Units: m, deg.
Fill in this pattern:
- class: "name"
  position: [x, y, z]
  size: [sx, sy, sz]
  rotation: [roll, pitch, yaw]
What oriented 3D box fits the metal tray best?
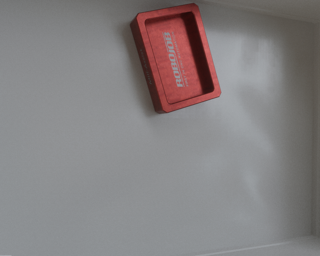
- class: "metal tray"
  position: [0.022, -0.093, 0.416]
  size: [0.091, 0.030, 0.129]
  rotation: [-18, 96, -20]
